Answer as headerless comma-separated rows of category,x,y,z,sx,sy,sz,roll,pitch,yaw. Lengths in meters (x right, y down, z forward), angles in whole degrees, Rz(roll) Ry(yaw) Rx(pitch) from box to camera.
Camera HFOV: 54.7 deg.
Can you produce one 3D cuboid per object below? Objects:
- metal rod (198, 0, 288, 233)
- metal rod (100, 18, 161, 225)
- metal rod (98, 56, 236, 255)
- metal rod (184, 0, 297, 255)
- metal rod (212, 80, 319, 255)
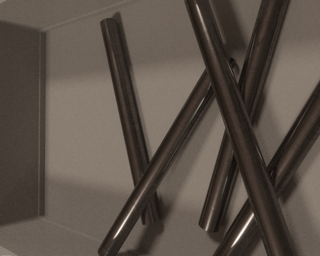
metal rod,0.091,-0.028,0.330,0.025,0.025,0.298,22,104,37
metal rod,-0.045,-0.017,0.441,0.025,0.025,0.299,-21,77,38
metal rod,0.001,0.044,0.381,0.025,0.025,0.298,39,107,32
metal rod,0.078,-0.002,0.307,0.025,0.025,0.299,-25,74,37
metal rod,0.123,0.034,0.304,0.025,0.025,0.298,37,112,33
